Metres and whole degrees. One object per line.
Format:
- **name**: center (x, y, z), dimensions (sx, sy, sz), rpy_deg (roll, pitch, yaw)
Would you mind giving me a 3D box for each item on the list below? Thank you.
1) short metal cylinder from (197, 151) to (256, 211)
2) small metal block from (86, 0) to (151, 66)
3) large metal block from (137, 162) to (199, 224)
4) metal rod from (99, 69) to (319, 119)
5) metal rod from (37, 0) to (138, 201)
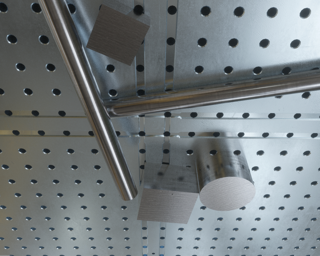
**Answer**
- **short metal cylinder**: center (0.097, 0.080, 0.465), dimensions (0.081, 0.050, 0.079), rpy_deg (0, 130, 0)
- **small metal block**: center (-0.044, -0.101, 0.325), dimensions (0.050, 0.025, 0.050), rpy_deg (20, 127, -17)
- **large metal block**: center (0.010, 0.103, 0.483), dimensions (0.081, 0.050, 0.079), rpy_deg (7, 130, -7)
- **metal rod**: center (0.068, -0.041, 0.377), dimensions (0.302, 0.025, 0.025), rpy_deg (-8, 130, 6)
- **metal rod**: center (-0.078, -0.031, 0.355), dimensions (0.025, 0.025, 0.298), rpy_deg (-11, 121, 8)
